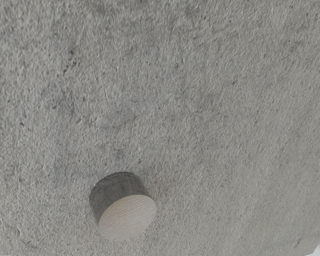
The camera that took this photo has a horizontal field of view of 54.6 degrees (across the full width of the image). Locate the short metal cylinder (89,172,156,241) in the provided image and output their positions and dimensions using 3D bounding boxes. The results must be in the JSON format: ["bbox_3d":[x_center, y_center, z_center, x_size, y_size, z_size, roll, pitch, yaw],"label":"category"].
[{"bbox_3d":[-0.052,0.108,0.428,0.081,0.050,0.080,-14,124,-21],"label":"short metal cylinder"}]
